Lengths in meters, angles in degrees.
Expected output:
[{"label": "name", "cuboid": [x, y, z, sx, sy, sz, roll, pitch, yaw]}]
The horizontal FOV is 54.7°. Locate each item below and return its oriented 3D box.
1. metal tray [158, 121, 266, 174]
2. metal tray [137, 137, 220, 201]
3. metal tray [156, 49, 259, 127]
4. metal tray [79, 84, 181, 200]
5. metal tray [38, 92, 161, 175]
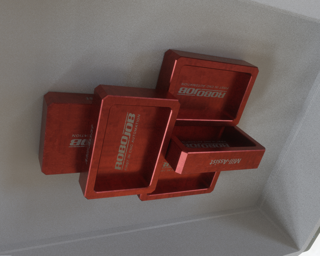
[{"label": "metal tray", "cuboid": [0.061, 0.019, 0.411, 0.131, 0.090, 0.030, 1, 118, -29]}, {"label": "metal tray", "cuboid": [0.032, 0.058, 0.458, 0.131, 0.030, 0.089, 0, 118, -29]}, {"label": "metal tray", "cuboid": [0.059, -0.048, 0.408, 0.131, 0.030, 0.089, 1, 118, -29]}, {"label": "metal tray", "cuboid": [-0.037, 0.019, 0.356, 0.091, 0.030, 0.129, 1, 118, -29]}, {"label": "metal tray", "cuboid": [-0.070, 0.007, 0.368, 0.131, 0.030, 0.089, 0, 118, -29]}]
